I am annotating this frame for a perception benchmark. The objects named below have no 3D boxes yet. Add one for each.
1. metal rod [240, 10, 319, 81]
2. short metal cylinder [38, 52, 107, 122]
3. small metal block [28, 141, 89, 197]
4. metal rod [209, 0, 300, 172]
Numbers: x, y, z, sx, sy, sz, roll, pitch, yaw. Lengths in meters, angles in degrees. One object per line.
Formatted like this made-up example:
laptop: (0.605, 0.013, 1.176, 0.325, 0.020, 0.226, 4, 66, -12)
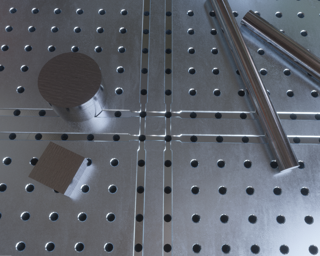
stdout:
metal rod: (0.241, -0.073, 0.441, 0.300, 0.025, 0.025, 41, 75, 13)
short metal cylinder: (-0.115, -0.054, 0.417, 0.081, 0.050, 0.080, 0, 70, 0)
small metal block: (-0.126, 0.052, 0.391, 0.050, 0.025, 0.050, 24, 72, 8)
metal rod: (0.126, -0.083, 0.443, 0.025, 0.025, 0.299, -14, 71, -6)
